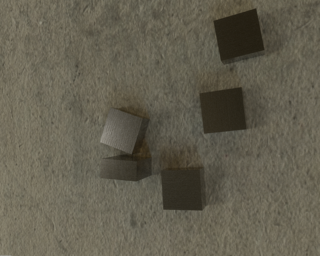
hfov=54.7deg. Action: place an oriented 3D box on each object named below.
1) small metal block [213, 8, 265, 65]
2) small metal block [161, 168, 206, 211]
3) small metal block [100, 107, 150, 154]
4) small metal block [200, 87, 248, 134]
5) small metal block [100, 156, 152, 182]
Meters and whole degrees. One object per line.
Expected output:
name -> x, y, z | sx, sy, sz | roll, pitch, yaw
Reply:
small metal block -> 0.096, -0.109, 0.375 | 0.050, 0.025, 0.050 | -11, 86, 19
small metal block -> 0.031, 0.077, 0.398 | 0.050, 0.025, 0.050 | -4, 89, 19
small metal block -> -0.048, 0.003, 0.425 | 0.050, 0.025, 0.050 | 19, 96, 18
small metal block -> 0.079, -0.020, 0.381 | 0.050, 0.025, 0.050 | -7, 88, 19
small metal block -> -0.044, 0.052, 0.410 | 0.050, 0.050, 0.025 | 2, 91, 19
